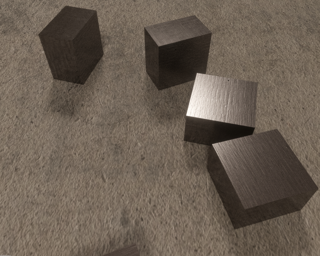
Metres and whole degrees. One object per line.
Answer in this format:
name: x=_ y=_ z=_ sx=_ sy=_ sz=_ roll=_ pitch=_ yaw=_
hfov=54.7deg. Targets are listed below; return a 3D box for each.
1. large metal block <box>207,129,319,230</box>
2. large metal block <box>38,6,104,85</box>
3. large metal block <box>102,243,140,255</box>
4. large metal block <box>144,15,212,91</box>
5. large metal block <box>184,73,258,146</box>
large metal block: x=0.107 y=0.055 z=0.343 sx=0.081 sy=0.050 sz=0.080 roll=-12 pitch=51 yaw=-11
large metal block: x=-0.130 y=-0.126 z=0.472 sx=0.050 sy=0.080 sz=0.080 roll=12 pitch=51 yaw=10
large metal block: x=-0.044 y=0.156 z=0.256 sx=0.081 sy=0.050 sz=0.080 roll=-17 pitch=52 yaw=-14
large metal block: x=0.025 y=-0.111 z=0.461 sx=0.081 sy=0.080 sz=0.050 roll=-19 pitch=53 yaw=-15
large metal block: x=0.080 y=-0.021 z=0.406 sx=0.080 sy=0.050 sz=0.080 roll=11 pitch=51 yaw=8
